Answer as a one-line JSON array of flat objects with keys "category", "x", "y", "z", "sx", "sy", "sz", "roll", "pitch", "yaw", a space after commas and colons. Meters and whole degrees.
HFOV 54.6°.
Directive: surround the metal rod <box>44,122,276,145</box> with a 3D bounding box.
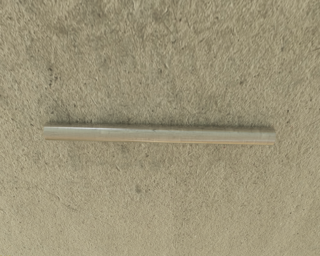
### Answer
[{"category": "metal rod", "x": 0.001, "y": 0.008, "z": 0.415, "sx": 0.302, "sy": 0.025, "sz": 0.025, "roll": 1, "pitch": 130, "yaw": -2}]
